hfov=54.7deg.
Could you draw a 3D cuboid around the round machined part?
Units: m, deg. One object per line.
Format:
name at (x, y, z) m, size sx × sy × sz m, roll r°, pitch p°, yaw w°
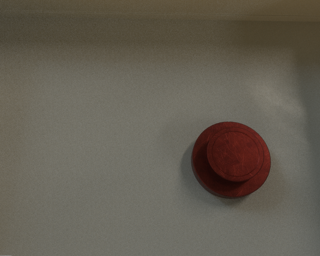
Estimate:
round machined part at (0.090, 0.037, 0.388) m, size 0.099 × 0.042 × 0.098 m, roll 0°, pitch 70°, yaw -1°
